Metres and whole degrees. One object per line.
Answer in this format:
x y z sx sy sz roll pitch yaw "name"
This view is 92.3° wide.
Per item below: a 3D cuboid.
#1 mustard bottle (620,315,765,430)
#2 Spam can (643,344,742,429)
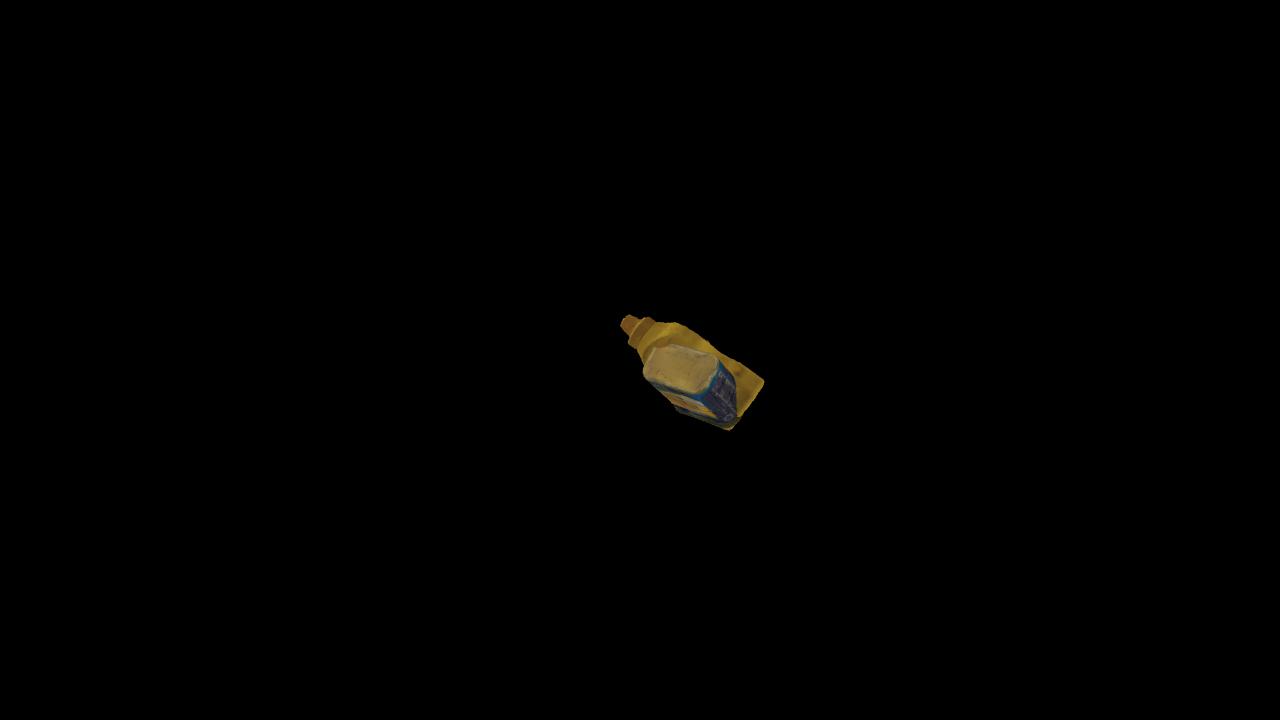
0.053 0.004 0.737 0.184 0.054 0.092 36 -32 10 "mustard bottle"
0.064 0.028 0.711 0.101 0.058 0.085 16 -18 43 "Spam can"
